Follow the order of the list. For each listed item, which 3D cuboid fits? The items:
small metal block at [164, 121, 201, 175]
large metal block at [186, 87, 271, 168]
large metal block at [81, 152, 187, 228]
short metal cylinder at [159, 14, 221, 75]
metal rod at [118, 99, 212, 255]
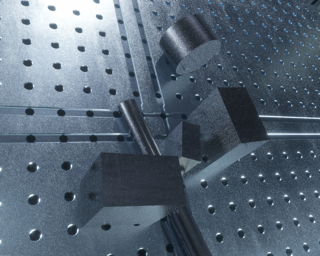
[{"bbox_3d":[0.027,0.027,0.392,0.025,0.050,0.050,16,55,-20],"label":"small metal block"},{"bbox_3d":[0.089,0.000,0.423,0.050,0.080,0.080,-4,64,-31],"label":"large metal block"},{"bbox_3d":[-0.031,0.066,0.317,0.081,0.080,0.050,5,60,-26],"label":"large metal block"},{"bbox_3d":[0.046,-0.127,0.477,0.081,0.080,0.050,-21,73,-36],"label":"short metal cylinder"},{"bbox_3d":[0.021,0.097,0.361,0.025,0.025,0.299,-15,70,-34],"label":"metal rod"}]
